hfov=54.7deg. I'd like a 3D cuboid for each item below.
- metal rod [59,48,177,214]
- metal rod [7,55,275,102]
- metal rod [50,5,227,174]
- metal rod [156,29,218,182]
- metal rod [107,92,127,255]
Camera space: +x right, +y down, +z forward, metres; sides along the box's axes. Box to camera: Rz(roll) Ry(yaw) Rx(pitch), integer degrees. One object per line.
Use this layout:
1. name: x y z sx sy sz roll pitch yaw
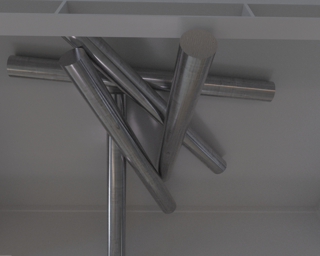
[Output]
1. metal rod: -0.032 0.030 0.380 0.025 0.025 0.299 -14 137 11
2. metal rod: -0.017 -0.056 0.360 0.302 0.025 0.025 5 130 -5
3. metal rod: 0.000 -0.020 0.364 0.025 0.025 0.300 -29 133 22
4. metal rod: 0.014 0.008 0.337 0.025 0.025 0.299 3 155 -3
5. metal rod: -0.058 0.102 0.410 0.025 0.025 0.298 2 104 -2
